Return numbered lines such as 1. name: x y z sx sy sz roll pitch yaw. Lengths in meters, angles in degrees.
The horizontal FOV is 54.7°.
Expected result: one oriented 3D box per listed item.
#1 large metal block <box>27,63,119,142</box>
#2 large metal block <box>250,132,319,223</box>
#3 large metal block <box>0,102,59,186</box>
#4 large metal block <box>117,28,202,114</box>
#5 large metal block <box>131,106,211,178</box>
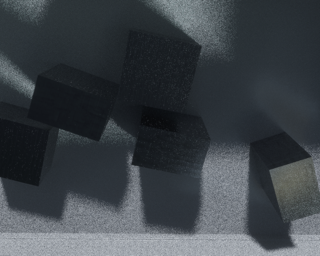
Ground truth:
1. large metal block: -0.097 -0.033 0.368 0.080 0.080 0.050 19 109 -8
2. large metal block: 0.164 0.062 0.407 0.050 0.080 0.080 -19 109 6
3. large metal block: -0.183 0.020 0.403 0.080 0.050 0.079 16 109 -6
4. large metal block: -0.002 -0.070 0.372 0.081 0.050 0.079 11 110 -5
5. large metal block: 0.012 0.014 0.387 0.081 0.080 0.050 12 110 -5
